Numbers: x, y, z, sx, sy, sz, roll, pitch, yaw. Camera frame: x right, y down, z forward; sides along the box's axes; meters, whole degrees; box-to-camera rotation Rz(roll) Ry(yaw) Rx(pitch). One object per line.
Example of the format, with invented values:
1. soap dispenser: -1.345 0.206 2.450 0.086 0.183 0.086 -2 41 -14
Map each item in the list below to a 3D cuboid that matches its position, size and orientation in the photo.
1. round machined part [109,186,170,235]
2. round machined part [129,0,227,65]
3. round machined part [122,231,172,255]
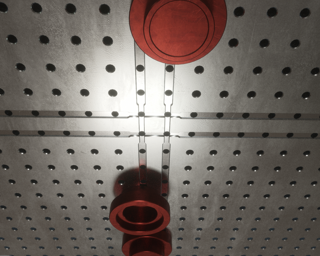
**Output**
1. round machined part: -0.033 0.133 0.514 0.099 0.042 0.097 -1 130 0
2. round machined part: 0.018 -0.106 0.310 0.099 0.042 0.097 -1 130 0
3. round machined part: -0.025 0.239 0.604 0.099 0.042 0.097 -1 130 0
